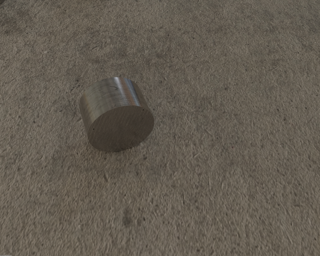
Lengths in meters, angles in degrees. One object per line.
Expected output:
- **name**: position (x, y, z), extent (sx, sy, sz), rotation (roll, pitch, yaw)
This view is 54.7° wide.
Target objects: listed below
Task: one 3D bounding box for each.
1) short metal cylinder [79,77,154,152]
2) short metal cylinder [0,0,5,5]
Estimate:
- **short metal cylinder**: position (-0.053, -0.015, 0.380), extent (0.081, 0.080, 0.050), rotation (-16, 52, -13)
- **short metal cylinder**: position (-0.360, -0.280, 0.620), extent (0.080, 0.050, 0.080), rotation (0, 50, 0)
